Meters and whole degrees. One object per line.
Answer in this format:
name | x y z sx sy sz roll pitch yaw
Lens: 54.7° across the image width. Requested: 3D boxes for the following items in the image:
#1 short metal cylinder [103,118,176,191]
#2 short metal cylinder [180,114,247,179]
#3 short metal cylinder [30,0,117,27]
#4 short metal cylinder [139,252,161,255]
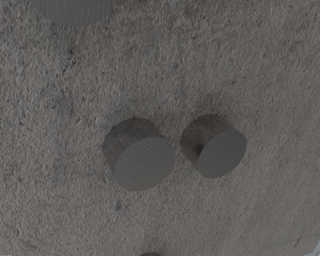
short metal cylinder | -0.027 0.034 0.396 0.081 0.050 0.079 -14 124 -21
short metal cylinder | 0.077 0.026 0.448 0.081 0.050 0.079 -14 124 -21
short metal cylinder | -0.079 -0.133 0.265 0.081 0.050 0.079 -14 124 -21
short metal cylinder | -0.021 0.268 0.545 0.081 0.050 0.079 -14 124 -21
